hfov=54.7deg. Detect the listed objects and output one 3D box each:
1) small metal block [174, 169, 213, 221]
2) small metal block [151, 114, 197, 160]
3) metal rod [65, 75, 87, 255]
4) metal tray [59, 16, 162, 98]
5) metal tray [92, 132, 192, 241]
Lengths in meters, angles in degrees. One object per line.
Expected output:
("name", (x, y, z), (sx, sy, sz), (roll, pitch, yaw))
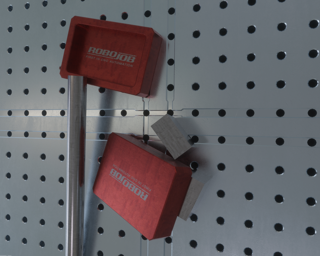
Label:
("small metal block", (0.039, 0.081, 0.385), (0.025, 0.050, 0.050), (27, 99, 18))
("small metal block", (0.019, 0.012, 0.391), (0.025, 0.050, 0.050), (-38, 78, 9))
("metal rod", (-0.119, 0.077, 0.438), (0.025, 0.025, 0.298), (6, 98, 20))
("metal tray", (-0.071, -0.101, 0.434), (0.130, 0.030, 0.089), (15, 95, 19))
("metal tray", (-0.028, 0.068, 0.393), (0.130, 0.030, 0.089), (24, 99, 43))
